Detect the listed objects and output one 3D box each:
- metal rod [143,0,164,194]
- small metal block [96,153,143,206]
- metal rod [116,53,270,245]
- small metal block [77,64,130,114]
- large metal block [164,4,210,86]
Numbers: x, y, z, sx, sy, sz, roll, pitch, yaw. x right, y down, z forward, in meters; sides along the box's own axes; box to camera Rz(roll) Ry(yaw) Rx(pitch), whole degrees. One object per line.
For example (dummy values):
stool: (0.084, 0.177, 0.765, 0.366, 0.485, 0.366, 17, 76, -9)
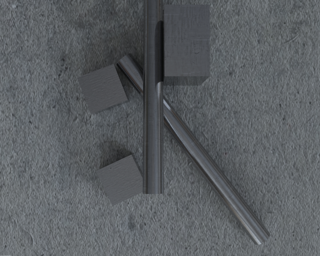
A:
metal rod: (-0.008, -0.070, 0.387, 0.025, 0.025, 0.298, 0, 81, -1)
small metal block: (-0.049, 0.067, 0.409, 0.050, 0.025, 0.050, -25, 90, -1)
metal rod: (0.044, 0.028, 0.410, 0.025, 0.025, 0.299, -38, 91, 0)
small metal block: (-0.074, -0.050, 0.409, 0.050, 0.025, 0.050, -21, 90, -1)
large metal block: (0.030, -0.097, 0.383, 0.050, 0.080, 0.079, 0, 90, 0)
